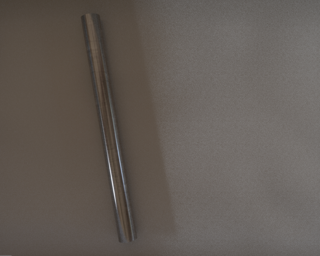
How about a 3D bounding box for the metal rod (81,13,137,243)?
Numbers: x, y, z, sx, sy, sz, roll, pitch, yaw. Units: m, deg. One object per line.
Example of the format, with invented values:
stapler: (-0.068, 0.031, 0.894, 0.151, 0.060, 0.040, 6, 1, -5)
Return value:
metal rod: (-0.067, 0.000, 0.410, 0.025, 0.025, 0.298, -10, 90, 0)
